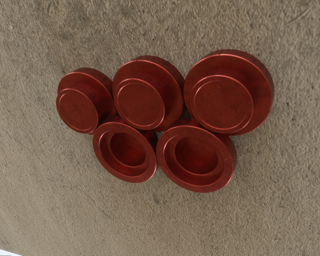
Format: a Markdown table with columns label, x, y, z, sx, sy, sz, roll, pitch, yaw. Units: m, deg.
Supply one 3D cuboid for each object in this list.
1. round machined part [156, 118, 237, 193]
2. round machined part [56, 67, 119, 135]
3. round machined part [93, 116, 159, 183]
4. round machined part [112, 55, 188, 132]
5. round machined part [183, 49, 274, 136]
| label | x | y | z | sx | sy | sz | roll | pitch | yaw |
| --- | --- | --- | --- | --- | --- | --- | --- | --- | --- |
| round machined part | 0.048 | 0.030 | 0.390 | 0.098 | 0.042 | 0.097 | 13 | 124 | 20 |
| round machined part | -0.104 | -0.031 | 0.431 | 0.098 | 0.042 | 0.097 | 13 | 124 | 20 |
| round machined part | -0.041 | 0.026 | 0.433 | 0.098 | 0.042 | 0.097 | 13 | 124 | 20 |
| round machined part | -0.017 | -0.037 | 0.383 | 0.098 | 0.042 | 0.097 | 13 | 124 | 20 |
| round machined part | 0.071 | -0.033 | 0.339 | 0.098 | 0.042 | 0.097 | 13 | 124 | 20 |
